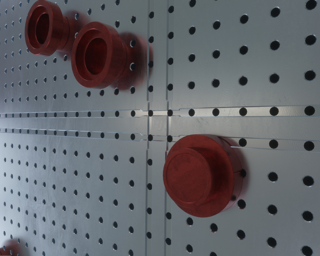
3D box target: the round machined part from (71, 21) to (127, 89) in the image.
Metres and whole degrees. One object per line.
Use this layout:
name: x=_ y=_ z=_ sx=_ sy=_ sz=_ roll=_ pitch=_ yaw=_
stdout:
round machined part: x=-0.089 y=-0.108 z=0.474 sx=0.098 sy=0.042 sz=0.097 roll=0 pitch=90 yaw=40

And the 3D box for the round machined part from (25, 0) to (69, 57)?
round machined part: x=-0.204 y=-0.180 z=0.569 sx=0.098 sy=0.042 sz=0.097 roll=0 pitch=90 yaw=40

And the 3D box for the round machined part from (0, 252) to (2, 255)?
round machined part: x=-0.408 y=0.329 z=0.738 sx=0.098 sy=0.042 sz=0.097 roll=0 pitch=90 yaw=40

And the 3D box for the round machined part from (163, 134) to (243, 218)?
round machined part: x=0.042 y=0.056 z=0.364 sx=0.098 sy=0.042 sz=0.097 roll=0 pitch=90 yaw=40
